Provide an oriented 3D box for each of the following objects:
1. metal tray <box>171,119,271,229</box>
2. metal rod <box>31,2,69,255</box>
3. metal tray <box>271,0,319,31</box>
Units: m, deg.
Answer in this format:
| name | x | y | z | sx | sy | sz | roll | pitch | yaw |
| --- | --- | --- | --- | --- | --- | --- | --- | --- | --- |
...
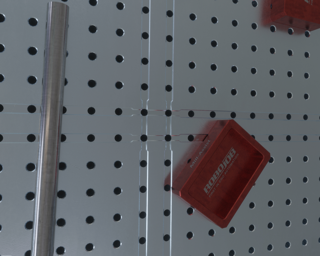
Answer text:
| name | x | y | z | sx | sy | sz | roll | pitch | yaw |
| --- | --- | --- | --- | --- | --- | --- | --- | --- | --- |
| metal tray | 0.089 | 0.063 | 0.442 | 0.090 | 0.030 | 0.130 | 40 | 77 | -16 |
| metal rod | -0.129 | 0.004 | 0.364 | 0.025 | 0.025 | 0.298 | 4 | 89 | -20 |
| metal tray | 0.227 | -0.230 | 0.493 | 0.091 | 0.030 | 0.129 | 5 | 88 | -20 |
